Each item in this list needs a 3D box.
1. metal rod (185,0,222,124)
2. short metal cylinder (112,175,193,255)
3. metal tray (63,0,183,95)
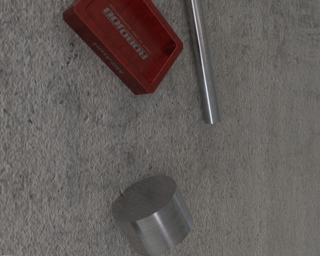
[{"bbox_3d":[0.055,-0.154,0.449,0.025,0.025,0.298,-18,102,-39],"label":"metal rod"},{"bbox_3d":[-0.009,0.100,0.362,0.080,0.080,0.050,-38,114,-33],"label":"short metal cylinder"},{"bbox_3d":[-0.037,-0.114,0.370,0.130,0.030,0.090,46,63,-30],"label":"metal tray"}]
